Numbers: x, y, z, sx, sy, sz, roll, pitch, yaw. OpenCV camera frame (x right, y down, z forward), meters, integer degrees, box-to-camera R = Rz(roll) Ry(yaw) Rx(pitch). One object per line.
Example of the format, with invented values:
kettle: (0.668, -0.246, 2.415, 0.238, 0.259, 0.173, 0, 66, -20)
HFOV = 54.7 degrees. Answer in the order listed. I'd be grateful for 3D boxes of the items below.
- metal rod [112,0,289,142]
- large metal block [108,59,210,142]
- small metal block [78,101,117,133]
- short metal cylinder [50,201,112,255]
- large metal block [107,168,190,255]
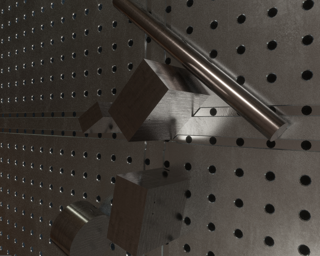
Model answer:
metal rod: (0.030, -0.092, 0.382, 0.300, 0.025, 0.025, 47, 118, 29)
large metal block: (-0.001, -0.030, 0.373, 0.080, 0.081, 0.050, -51, 60, 27)
small metal block: (-0.083, -0.015, 0.459, 0.050, 0.050, 0.025, -34, 69, 34)
short metal cylinder: (-0.114, 0.157, 0.465, 0.050, 0.081, 0.079, 21, 103, 38)
large metal block: (-0.013, 0.099, 0.382, 0.050, 0.081, 0.079, 16, 100, 38)
